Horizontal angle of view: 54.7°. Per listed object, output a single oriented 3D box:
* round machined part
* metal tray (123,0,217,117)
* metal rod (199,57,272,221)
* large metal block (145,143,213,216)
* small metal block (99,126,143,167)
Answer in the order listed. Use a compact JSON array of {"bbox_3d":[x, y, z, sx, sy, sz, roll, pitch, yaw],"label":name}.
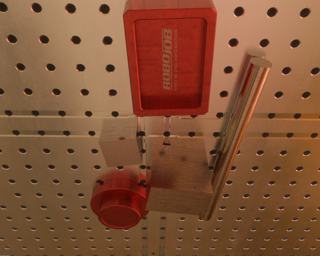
[{"bbox_3d":[-0.065,0.131,0.511,0.099,0.042,0.097,-1,130,0],"label":"round machined part"},{"bbox_3d":[0.011,-0.073,0.346,0.091,0.030,0.129,-2,130,1],"label":"metal tray"},{"bbox_3d":[0.096,0.039,0.445,0.025,0.025,0.298,5,130,-5],"label":"metal rod"},{"bbox_3d":[0.024,0.072,0.437,0.081,0.080,0.050,8,130,-7],"label":"large metal block"},{"bbox_3d":[-0.053,0.027,0.434,0.050,0.025,0.050,-6,130,4],"label":"small metal block"}]
